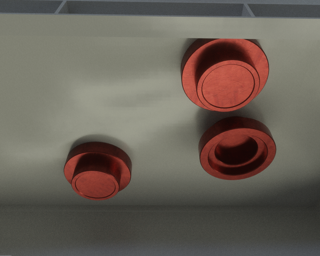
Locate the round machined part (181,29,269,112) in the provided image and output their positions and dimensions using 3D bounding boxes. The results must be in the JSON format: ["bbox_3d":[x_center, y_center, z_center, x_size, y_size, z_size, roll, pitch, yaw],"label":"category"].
[{"bbox_3d":[0.073,-0.057,0.350,0.099,0.042,0.097,0,130,0],"label":"round machined part"}]

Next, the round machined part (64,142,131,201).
[{"bbox_3d":[-0.092,0.070,0.456,0.099,0.042,0.097,0,130,0],"label":"round machined part"}]

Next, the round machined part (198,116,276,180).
[{"bbox_3d":[0.101,0.023,0.418,0.099,0.042,0.097,0,130,0],"label":"round machined part"}]

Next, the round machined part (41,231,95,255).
[{"bbox_3d":[-0.176,0.238,0.601,0.099,0.042,0.097,0,130,0],"label":"round machined part"}]
